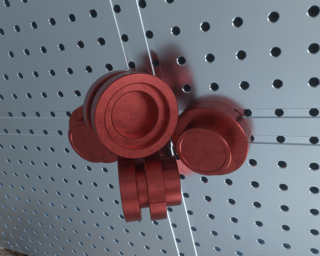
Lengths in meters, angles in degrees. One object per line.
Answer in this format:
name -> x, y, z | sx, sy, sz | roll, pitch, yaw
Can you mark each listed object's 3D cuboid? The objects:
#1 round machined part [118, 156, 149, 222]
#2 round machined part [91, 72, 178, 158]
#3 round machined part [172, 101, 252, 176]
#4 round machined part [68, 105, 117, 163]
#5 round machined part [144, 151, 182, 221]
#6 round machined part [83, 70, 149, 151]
round machined part -> -0.030, 0.075, 0.421 | 0.042, 0.098, 0.097 | -7, 120, -4
round machined part -> -0.032, -0.017, 0.362 | 0.042, 0.099, 0.098 | 31, 144, 63
round machined part -> 0.059, 0.019, 0.382 | 0.098, 0.042, 0.097 | 13, 124, 21
round machined part -> -0.095, 0.012, 0.458 | 0.098, 0.042, 0.097 | 13, 124, 21
round machined part -> 0.003, 0.073, 0.420 | 0.042, 0.098, 0.097 | -7, 120, -4
round machined part -> -0.047, -0.024, 0.390 | 0.042, 0.099, 0.098 | 31, 144, 63
